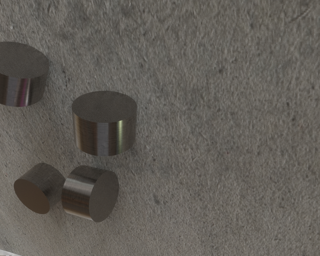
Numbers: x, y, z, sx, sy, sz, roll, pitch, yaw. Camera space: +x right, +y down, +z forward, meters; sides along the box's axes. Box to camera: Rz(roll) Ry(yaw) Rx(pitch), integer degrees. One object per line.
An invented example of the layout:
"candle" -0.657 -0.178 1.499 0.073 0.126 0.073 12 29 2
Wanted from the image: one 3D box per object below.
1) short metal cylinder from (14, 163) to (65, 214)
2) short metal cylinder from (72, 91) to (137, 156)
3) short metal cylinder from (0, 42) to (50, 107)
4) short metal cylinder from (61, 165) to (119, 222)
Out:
"short metal cylinder" -0.219 0.111 0.572 0.080 0.050 0.079 13 124 20
"short metal cylinder" -0.071 -0.008 0.402 0.080 0.080 0.050 18 125 17
"short metal cylinder" -0.199 -0.075 0.427 0.080 0.080 0.050 34 129 5
"short metal cylinder" -0.108 0.103 0.490 0.050 0.080 0.079 8 122 23
